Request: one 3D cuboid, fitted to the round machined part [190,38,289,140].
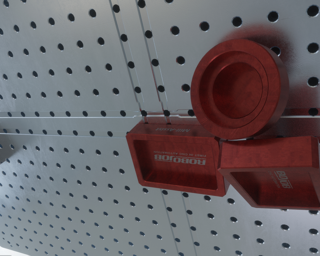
[{"bbox_3d":[0.082,-0.038,0.315,0.098,0.042,0.097,1,92,43],"label":"round machined part"}]

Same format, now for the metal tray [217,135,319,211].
[{"bbox_3d":[0.127,0.054,0.332,0.090,0.030,0.130,-6,148,31],"label":"metal tray"}]

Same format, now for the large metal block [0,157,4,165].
[{"bbox_3d":[-0.384,0.063,0.637,0.080,0.050,0.080,-25,105,37],"label":"large metal block"}]

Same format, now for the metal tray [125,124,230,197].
[{"bbox_3d":[0.025,0.042,0.420,0.130,0.030,0.089,2,120,27],"label":"metal tray"}]
